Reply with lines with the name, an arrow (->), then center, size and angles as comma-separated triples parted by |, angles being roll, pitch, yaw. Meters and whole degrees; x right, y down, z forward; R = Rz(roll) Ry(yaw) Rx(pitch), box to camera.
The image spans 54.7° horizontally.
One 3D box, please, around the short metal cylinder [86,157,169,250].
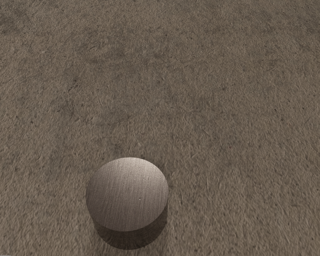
short metal cylinder -> -0.032, 0.078, 0.321 | 0.081, 0.050, 0.080 | 0, 50, 0
